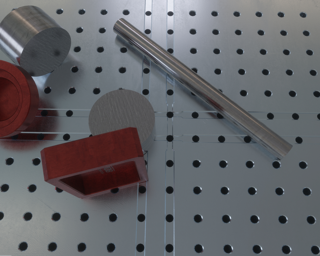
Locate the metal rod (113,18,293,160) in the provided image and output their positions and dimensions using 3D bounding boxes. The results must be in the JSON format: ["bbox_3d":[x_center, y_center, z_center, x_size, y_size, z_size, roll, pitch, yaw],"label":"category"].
[{"bbox_3d":[0.051,-0.061,0.434,0.300,0.025,0.025,40,75,13],"label":"metal rod"}]

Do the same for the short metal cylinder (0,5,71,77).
[{"bbox_3d":[-0.171,-0.118,0.424,0.050,0.080,0.080,42,75,14],"label":"short metal cylinder"}]

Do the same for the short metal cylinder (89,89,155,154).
[{"bbox_3d":[-0.046,-0.003,0.399,0.081,0.050,0.080,0,70,0],"label":"short metal cylinder"}]

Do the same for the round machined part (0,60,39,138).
[{"bbox_3d":[-0.204,-0.037,0.403,0.099,0.042,0.097,0,91,6],"label":"round machined part"}]

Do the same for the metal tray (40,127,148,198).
[{"bbox_3d":[-0.062,0.043,0.340,0.091,0.130,0.030,-14,71,-5],"label":"metal tray"}]
